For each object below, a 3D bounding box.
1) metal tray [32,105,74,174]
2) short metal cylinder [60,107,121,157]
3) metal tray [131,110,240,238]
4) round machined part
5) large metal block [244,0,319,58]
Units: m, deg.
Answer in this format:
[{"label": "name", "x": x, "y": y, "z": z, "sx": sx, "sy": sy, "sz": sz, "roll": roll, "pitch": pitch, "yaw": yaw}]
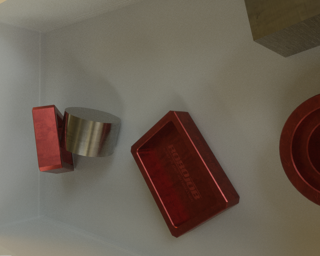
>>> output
[{"label": "metal tray", "x": -0.163, "y": 0.023, "z": 0.484, "sx": 0.130, "sy": 0.030, "sz": 0.090, "roll": 129, "pitch": 131, "yaw": -77}, {"label": "short metal cylinder", "x": -0.102, "y": 0.004, "z": 0.453, "sx": 0.080, "sy": 0.081, "sz": 0.050, "roll": 23, "pitch": 105, "yaw": 37}, {"label": "metal tray", "x": 0.025, "y": 0.054, "z": 0.381, "sx": 0.090, "sy": 0.030, "sz": 0.130, "roll": -43, "pitch": 65, "yaw": 31}, {"label": "round machined part", "x": 0.157, "y": 0.018, "z": 0.260, "sx": 0.098, "sy": 0.042, "sz": 0.097, "roll": 0, "pitch": 90, "yaw": 46}, {"label": "large metal block", "x": 0.129, "y": -0.105, "z": 0.264, "sx": 0.080, "sy": 0.081, "sz": 0.050, "roll": -16, "pitch": 80, "yaw": 38}]
